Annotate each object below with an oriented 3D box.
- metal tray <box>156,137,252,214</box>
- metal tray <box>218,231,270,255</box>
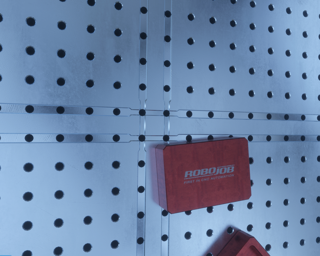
[{"bbox_3d":[0.063,0.062,0.435,0.131,0.030,0.089,-5,92,-20],"label":"metal tray"},{"bbox_3d":[0.137,0.231,0.462,0.090,0.030,0.130,-44,104,-15],"label":"metal tray"}]
